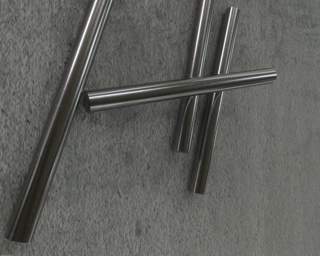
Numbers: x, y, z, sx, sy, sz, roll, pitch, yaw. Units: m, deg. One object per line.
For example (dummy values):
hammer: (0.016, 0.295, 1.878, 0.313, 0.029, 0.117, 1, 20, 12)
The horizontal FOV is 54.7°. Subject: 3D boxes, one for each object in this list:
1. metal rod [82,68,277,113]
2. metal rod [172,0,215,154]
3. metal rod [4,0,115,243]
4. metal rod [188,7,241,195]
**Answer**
metal rod: (0.047, -0.056, 0.415, 0.303, 0.025, 0.025, -12, 98, -30)
metal rod: (0.056, -0.112, 0.453, 0.025, 0.025, 0.299, 18, 79, -39)
metal rod: (-0.095, -0.036, 0.325, 0.025, 0.025, 0.299, 25, 74, -38)
metal rod: (0.087, -0.048, 0.479, 0.025, 0.025, 0.299, 22, 76, -38)
